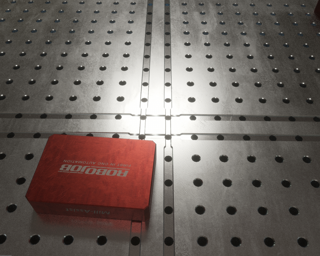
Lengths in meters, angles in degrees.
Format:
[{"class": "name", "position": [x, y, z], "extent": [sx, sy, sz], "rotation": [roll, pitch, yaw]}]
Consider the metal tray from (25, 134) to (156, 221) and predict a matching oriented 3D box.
[{"class": "metal tray", "position": [-0.073, 0.054, 0.358], "extent": [0.131, 0.030, 0.090], "rotation": [4, 50, 2]}]

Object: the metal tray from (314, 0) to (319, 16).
[{"class": "metal tray", "position": [0.387, -0.237, 0.608], "extent": [0.131, 0.030, 0.090], "rotation": [-19, 53, -16]}]
